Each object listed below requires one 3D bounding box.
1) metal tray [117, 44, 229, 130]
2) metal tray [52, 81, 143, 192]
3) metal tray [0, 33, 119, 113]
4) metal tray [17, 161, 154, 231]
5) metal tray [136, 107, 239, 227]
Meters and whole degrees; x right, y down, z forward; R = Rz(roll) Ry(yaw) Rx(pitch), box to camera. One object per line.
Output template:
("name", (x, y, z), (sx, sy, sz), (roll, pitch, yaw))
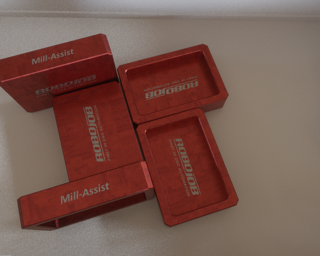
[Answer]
("metal tray", (0.016, -0.057, 0.426), (0.131, 0.030, 0.090), (-16, 71, -6))
("metal tray", (-0.079, 0.011, 0.399), (0.091, 0.030, 0.130), (-16, 71, -6))
("metal tray", (-0.122, -0.066, 0.394), (0.131, 0.090, 0.030), (-17, 71, -7))
("metal tray", (-0.073, 0.078, 0.343), (0.131, 0.090, 0.030), (-16, 71, -6))
("metal tray", (0.031, 0.047, 0.388), (0.091, 0.030, 0.130), (-16, 71, -6))
